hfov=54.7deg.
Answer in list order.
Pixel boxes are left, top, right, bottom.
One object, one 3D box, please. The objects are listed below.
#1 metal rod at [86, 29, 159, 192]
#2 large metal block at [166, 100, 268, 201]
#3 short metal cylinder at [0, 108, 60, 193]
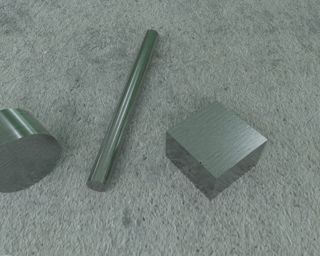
[{"bbox_3d":[-0.042,-0.047,0.442,0.025,0.025,0.300,9,50,7],"label":"metal rod"},{"bbox_3d":[0.063,0.024,0.368,0.081,0.050,0.080,-31,57,-24],"label":"large metal block"},{"bbox_3d":[-0.162,0.025,0.345,0.080,0.080,0.050,-36,59,-26],"label":"short metal cylinder"}]
